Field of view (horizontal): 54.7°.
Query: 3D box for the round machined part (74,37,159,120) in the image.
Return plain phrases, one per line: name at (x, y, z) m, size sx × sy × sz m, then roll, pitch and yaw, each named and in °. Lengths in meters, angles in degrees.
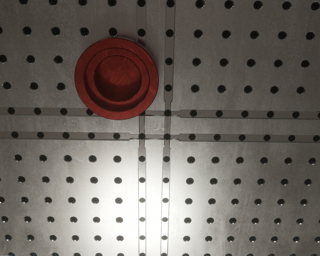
round machined part at (-0.051, -0.062, 0.381) m, size 0.099 × 0.042 × 0.097 m, roll 0°, pitch 110°, yaw -1°
